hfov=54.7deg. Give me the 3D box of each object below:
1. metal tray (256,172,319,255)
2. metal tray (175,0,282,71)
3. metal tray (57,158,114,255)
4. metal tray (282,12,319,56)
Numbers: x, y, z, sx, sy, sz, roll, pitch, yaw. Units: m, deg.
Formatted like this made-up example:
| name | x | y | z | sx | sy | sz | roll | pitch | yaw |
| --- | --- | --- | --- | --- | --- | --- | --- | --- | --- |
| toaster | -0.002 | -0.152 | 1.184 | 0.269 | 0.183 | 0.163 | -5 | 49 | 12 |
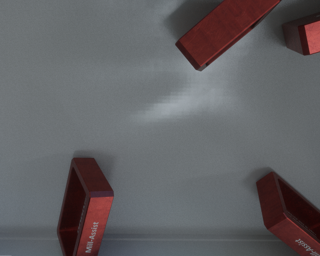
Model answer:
| name | x | y | z | sx | sy | sz | roll | pitch | yaw |
| --- | --- | --- | --- | --- | --- | --- | --- | --- | --- |
| metal tray | 0.192 | 0.129 | 0.423 | 0.130 | 0.090 | 0.030 | 39 | 118 | -13 |
| metal tray | 0.066 | -0.099 | 0.317 | 0.090 | 0.130 | 0.030 | -39 | 92 | 13 |
| metal tray | -0.104 | 0.116 | 0.415 | 0.030 | 0.090 | 0.129 | 5 | 112 | -32 |
| metal tray | 0.206 | -0.114 | 0.324 | 0.130 | 0.090 | 0.030 | -15 | 106 | 15 |
